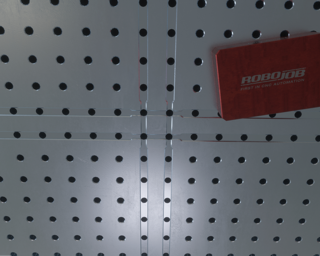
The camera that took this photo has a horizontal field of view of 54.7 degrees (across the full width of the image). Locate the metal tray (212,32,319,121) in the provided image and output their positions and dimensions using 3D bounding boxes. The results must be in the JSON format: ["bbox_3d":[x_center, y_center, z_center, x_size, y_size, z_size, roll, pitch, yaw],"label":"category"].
[{"bbox_3d":[0.136,-0.064,0.388,0.131,0.030,0.089,-9,110,3],"label":"metal tray"}]
